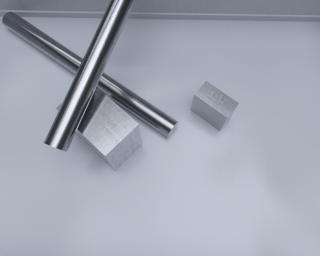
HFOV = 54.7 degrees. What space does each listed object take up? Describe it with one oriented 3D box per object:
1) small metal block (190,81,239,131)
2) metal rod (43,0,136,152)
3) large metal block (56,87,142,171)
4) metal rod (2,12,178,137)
[{"bbox_3d":[0.070,-0.028,0.407,0.050,0.050,0.025,37,74,12],"label":"small metal block"},{"bbox_3d":[-0.053,-0.116,0.345,0.025,0.025,0.299,21,81,7],"label":"metal rod"},{"bbox_3d":[-0.070,0.000,0.379,0.080,0.080,0.050,42,75,13],"label":"large metal block"},{"bbox_3d":[-0.105,-0.081,0.437,0.300,0.025,0.025,34,73,11],"label":"metal rod"}]
